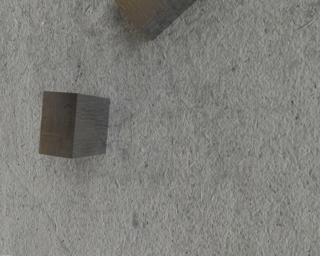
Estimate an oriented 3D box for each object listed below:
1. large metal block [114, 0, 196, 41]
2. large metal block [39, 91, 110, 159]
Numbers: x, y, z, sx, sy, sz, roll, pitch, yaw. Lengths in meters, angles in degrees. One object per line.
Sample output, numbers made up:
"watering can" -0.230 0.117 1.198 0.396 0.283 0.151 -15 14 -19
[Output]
"large metal block" -0.012 -0.176 0.400 0.080 0.050 0.080 -40 78 15
"large metal block" -0.113 -0.005 0.419 0.050 0.080 0.079 6 92 20
